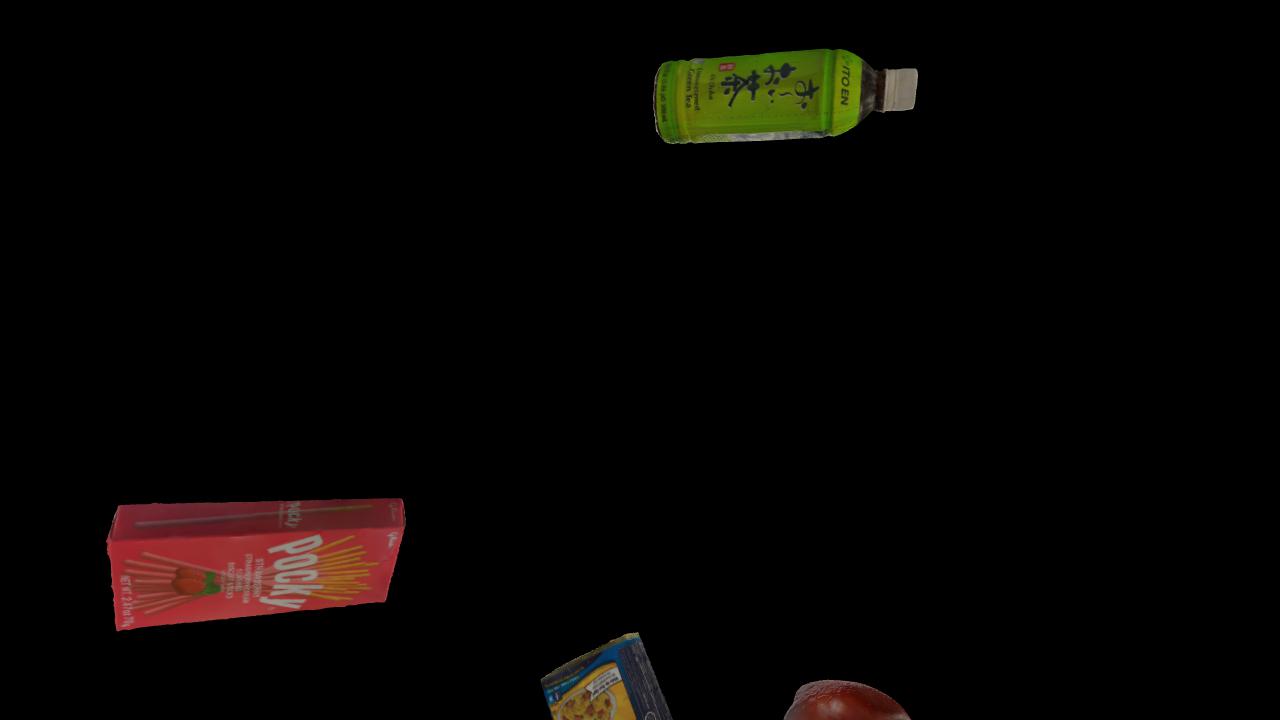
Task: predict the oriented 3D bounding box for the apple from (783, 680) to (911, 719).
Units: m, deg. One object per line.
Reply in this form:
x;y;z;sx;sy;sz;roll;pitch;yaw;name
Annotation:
0.155;0.275;0.450;0.079;0.079;0.093;0;-10;-39;apple

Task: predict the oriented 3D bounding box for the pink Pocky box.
-0.238;0.128;0.394;0.155;0.084;0.029;6;34;-30;pink Pocky box

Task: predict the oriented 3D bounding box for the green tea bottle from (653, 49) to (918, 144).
0.120;-0.223;0.524;0.212;0.073;0.073;5;1;16;green tea bottle

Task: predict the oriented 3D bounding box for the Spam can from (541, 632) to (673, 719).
-0.030;0.303;0.544;0.101;0.085;0.058;-33;-26;13;Spam can
